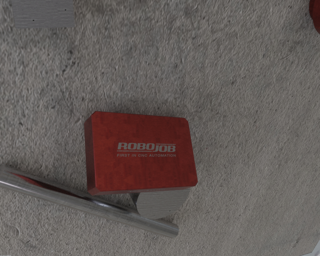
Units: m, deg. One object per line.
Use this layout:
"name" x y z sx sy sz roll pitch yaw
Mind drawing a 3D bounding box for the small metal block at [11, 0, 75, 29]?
"small metal block" -0.106 -0.118 0.276 0.050 0.025 0.050 -10 123 -23

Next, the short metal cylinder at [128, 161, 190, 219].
"short metal cylinder" -0.004 0.081 0.439 0.081 0.050 0.079 -14 124 -21

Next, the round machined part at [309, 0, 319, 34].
"round machined part" 0.246 -0.174 0.423 0.099 0.042 0.097 -14 124 -21

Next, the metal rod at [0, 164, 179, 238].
"metal rod" -0.078 0.113 0.434 0.301 0.025 0.025 32 101 -38

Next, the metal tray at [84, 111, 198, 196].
"metal tray" -0.021 0.031 0.374 0.131 0.090 0.030 3 159 -30
